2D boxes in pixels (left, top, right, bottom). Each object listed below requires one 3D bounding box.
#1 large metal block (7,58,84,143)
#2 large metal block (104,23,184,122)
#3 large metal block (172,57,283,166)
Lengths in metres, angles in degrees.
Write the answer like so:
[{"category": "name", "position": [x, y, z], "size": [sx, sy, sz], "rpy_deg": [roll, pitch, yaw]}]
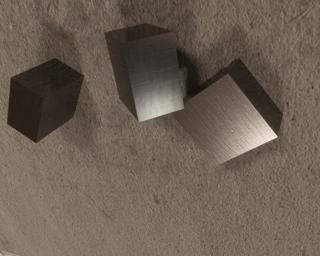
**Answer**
[{"category": "large metal block", "position": [-0.157, -0.039, 0.428], "size": [0.050, 0.080, 0.079], "rpy_deg": [33, 128, 7]}, {"category": "large metal block", "position": [-0.018, -0.063, 0.333], "size": [0.080, 0.050, 0.079], "rpy_deg": [-133, 29, -58]}, {"category": "large metal block", "position": [0.074, -0.016, 0.341], "size": [0.080, 0.050, 0.080], "rpy_deg": [-34, 100, 38]}]
